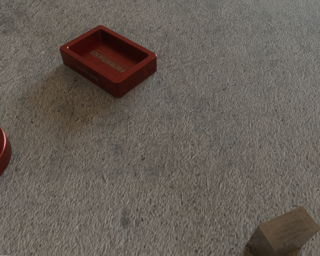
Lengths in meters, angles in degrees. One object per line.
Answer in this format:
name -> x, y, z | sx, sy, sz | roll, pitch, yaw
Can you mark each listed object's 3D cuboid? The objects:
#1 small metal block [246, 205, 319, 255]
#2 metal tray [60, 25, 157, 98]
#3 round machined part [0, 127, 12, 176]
small metal block -> 0.117, 0.106, 0.300 | 0.050, 0.050, 0.025 | -18, 53, -15
metal tray -> -0.081, -0.109, 0.490 | 0.130, 0.030, 0.090 | 33, 57, 24
round machined part -> -0.222, 0.039, 0.357 | 0.099, 0.042, 0.098 | 0, 50, 0
